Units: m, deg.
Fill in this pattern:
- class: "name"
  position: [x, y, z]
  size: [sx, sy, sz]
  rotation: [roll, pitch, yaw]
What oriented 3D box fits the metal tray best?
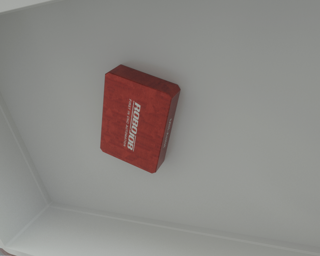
- class: "metal tray"
  position: [-0.031, -0.009, 0.415]
  size: [0.090, 0.030, 0.129]
  rotation: [22, 127, 14]
